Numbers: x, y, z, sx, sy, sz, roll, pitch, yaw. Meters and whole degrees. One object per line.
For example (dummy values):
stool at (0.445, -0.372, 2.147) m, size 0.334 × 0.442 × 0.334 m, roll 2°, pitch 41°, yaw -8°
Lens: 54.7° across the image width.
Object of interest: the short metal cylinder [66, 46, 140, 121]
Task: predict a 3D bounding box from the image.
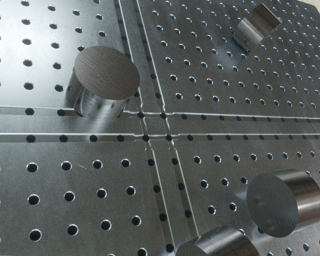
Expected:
short metal cylinder at (-0.072, -0.055, 0.388) m, size 0.081 × 0.050 × 0.080 m, roll 14°, pitch 56°, yaw -21°

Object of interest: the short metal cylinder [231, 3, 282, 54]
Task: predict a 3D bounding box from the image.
short metal cylinder at (0.182, -0.188, 0.588) m, size 0.050 × 0.080 × 0.080 m, roll 48°, pitch 51°, yaw 5°

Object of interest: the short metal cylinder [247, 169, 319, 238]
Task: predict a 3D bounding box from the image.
short metal cylinder at (0.161, 0.096, 0.403) m, size 0.050 × 0.080 × 0.080 m, roll -3°, pitch 64°, yaw -30°

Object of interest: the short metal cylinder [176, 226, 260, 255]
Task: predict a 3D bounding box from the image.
short metal cylinder at (0.060, 0.148, 0.317) m, size 0.050 × 0.080 × 0.080 m, roll -12°, pitch 68°, yaw -33°
